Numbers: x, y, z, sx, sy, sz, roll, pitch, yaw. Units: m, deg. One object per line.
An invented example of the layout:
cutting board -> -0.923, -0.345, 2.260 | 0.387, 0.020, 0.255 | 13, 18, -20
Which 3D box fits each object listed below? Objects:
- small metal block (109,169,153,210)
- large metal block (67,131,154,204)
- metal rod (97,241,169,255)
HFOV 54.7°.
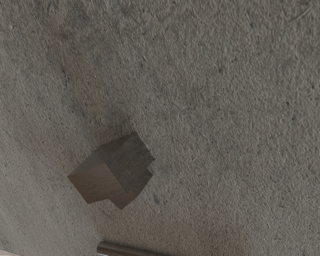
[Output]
small metal block -> -0.043, 0.089, 0.467 | 0.025, 0.050, 0.050 | 43, 129, -2
large metal block -> -0.068, 0.056, 0.440 | 0.080, 0.080, 0.050 | -22, 107, 36
metal rod -> 0.017, 0.238, 0.543 | 0.301, 0.025, 0.025 | 1, 119, 27
